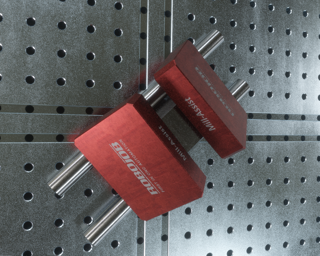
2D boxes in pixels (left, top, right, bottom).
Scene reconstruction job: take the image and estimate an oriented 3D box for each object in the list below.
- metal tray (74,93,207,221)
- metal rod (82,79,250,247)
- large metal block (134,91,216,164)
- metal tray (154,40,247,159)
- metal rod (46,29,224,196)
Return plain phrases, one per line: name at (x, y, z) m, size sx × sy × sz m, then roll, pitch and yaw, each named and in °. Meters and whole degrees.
metal tray at (-0.021, 0.037, 0.348) m, size 0.090 × 0.030 × 0.130 m, roll -31°, pitch 105°, yaw 27°
metal rod at (0.018, 0.037, 0.421) m, size 0.301 × 0.025 × 0.025 m, roll -44°, pitch 104°, yaw -15°
large metal block at (0.014, -0.002, 0.389) m, size 0.080 × 0.080 × 0.050 m, roll -44°, pitch 104°, yaw -15°
metal tray at (0.055, -0.037, 0.376) m, size 0.130 × 0.030 × 0.090 m, roll 49°, pitch 31°, yaw -14°
metal rod at (-0.022, -0.029, 0.406) m, size 0.301 × 0.025 × 0.025 m, roll -44°, pitch 104°, yaw -15°
